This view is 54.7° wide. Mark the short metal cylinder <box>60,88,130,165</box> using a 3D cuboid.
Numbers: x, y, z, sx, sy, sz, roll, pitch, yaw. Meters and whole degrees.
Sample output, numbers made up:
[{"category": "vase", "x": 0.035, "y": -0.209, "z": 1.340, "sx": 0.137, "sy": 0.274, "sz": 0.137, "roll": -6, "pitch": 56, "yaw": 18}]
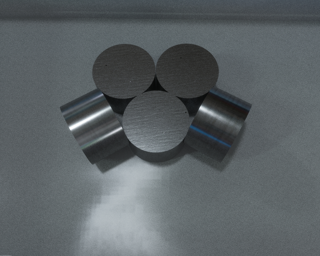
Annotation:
[{"category": "short metal cylinder", "x": -0.079, "y": -0.002, "z": 0.379, "sx": 0.050, "sy": 0.080, "sz": 0.080, "roll": -29, "pitch": 73, "yaw": -10}]

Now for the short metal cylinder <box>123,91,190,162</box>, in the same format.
[{"category": "short metal cylinder", "x": -0.005, "y": -0.001, "z": 0.395, "sx": 0.081, "sy": 0.050, "sz": 0.080, "roll": 0, "pitch": 70, "yaw": 0}]

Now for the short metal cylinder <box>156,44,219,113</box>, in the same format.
[{"category": "short metal cylinder", "x": 0.035, "y": -0.066, "z": 0.419, "sx": 0.081, "sy": 0.050, "sz": 0.080, "roll": 0, "pitch": 70, "yaw": 0}]

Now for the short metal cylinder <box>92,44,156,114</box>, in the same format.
[{"category": "short metal cylinder", "x": -0.046, "y": -0.065, "z": 0.418, "sx": 0.081, "sy": 0.050, "sz": 0.080, "roll": 0, "pitch": 70, "yaw": 0}]

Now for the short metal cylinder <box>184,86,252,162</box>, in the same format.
[{"category": "short metal cylinder", "x": 0.070, "y": -0.005, "z": 0.381, "sx": 0.050, "sy": 0.080, "sz": 0.080, "roll": 28, "pitch": 73, "yaw": 10}]
